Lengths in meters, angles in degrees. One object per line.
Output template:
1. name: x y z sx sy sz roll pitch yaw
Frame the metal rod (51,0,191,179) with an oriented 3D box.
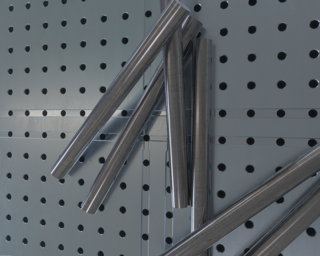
1. metal rod: -0.065 -0.034 0.403 0.025 0.025 0.299 48 117 13

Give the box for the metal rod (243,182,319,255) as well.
1. metal rod: 0.151 0.115 0.359 0.025 0.025 0.299 43 103 15

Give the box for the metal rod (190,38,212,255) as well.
1. metal rod: 0.052 0.039 0.394 0.025 0.025 0.298 1 90 20

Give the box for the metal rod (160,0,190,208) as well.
1. metal rod: 0.018 -0.048 0.385 0.025 0.025 0.298 -1 97 20

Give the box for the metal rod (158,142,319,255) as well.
1. metal rod: 0.097 0.095 0.359 0.300 0.025 0.025 -38 78 8

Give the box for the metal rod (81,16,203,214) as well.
1. metal rod: -0.029 -0.011 0.423 0.025 0.025 0.299 33 101 17
